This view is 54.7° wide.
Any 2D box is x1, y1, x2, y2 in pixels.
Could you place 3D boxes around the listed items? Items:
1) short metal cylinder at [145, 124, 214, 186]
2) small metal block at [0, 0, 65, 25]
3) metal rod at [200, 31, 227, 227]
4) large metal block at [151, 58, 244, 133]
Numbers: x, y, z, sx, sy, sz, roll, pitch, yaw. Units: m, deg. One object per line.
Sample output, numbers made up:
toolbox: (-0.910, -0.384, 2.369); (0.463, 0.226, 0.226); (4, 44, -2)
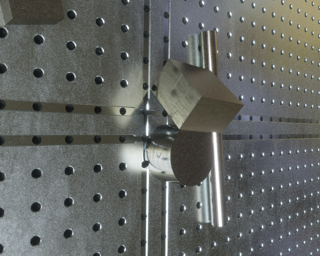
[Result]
short metal cylinder: (0.027, 0.035, 0.418); (0.081, 0.050, 0.079); (0, 90, -40)
small metal block: (-0.127, -0.130, 0.303); (0.050, 0.025, 0.050); (-16, 101, -39)
metal rod: (0.083, 0.003, 0.481); (0.025, 0.025, 0.298); (-7, 95, -40)
large metal block: (0.048, -0.041, 0.407); (0.081, 0.080, 0.050); (5, 129, -40)
